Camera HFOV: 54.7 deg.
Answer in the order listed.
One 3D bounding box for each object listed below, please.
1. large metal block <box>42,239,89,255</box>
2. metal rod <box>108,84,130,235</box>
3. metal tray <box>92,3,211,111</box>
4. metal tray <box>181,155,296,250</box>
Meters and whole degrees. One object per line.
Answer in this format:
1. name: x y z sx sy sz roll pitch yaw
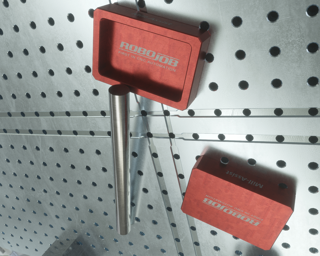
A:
1. large metal block: -0.205 0.298 0.687 0.080 0.050 0.080 -20 108 35
2. metal rod: -0.057 0.069 0.463 0.025 0.025 0.298 19 132 17
3. metal tray: -0.016 -0.083 0.364 0.130 0.030 0.089 21 127 15
4. metal tray: 0.100 0.101 0.418 0.130 0.030 0.089 21 127 15
